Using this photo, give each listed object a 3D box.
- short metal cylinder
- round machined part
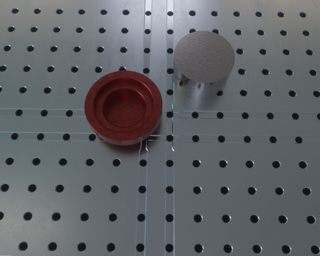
[{"bbox_3d":[0.058,-0.086,0.430,0.081,0.050,0.080,0,70,0],"label":"short metal cylinder"},{"bbox_3d":[-0.046,-0.023,0.411,0.099,0.042,0.098,0,70,0],"label":"round machined part"}]
